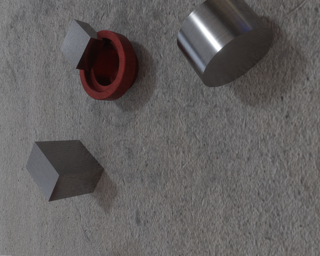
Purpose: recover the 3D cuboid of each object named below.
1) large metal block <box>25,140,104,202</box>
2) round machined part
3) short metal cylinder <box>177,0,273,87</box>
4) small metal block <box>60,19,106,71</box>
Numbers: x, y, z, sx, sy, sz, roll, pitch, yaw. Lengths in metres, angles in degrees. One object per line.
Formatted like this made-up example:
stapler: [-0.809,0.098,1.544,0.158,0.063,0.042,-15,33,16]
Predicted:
large metal block: [-0.151,0.064,0.490,0.080,0.081,0.050,41,115,32]
round machined part: [-0.070,-0.088,0.449,0.098,0.042,0.097,0,90,39]
short metal cylinder: [0.065,-0.087,0.315,0.080,0.081,0.050,-45,64,30]
small metal block: [-0.110,-0.117,0.439,0.050,0.025,0.050,49,118,28]
